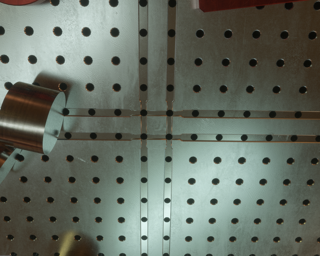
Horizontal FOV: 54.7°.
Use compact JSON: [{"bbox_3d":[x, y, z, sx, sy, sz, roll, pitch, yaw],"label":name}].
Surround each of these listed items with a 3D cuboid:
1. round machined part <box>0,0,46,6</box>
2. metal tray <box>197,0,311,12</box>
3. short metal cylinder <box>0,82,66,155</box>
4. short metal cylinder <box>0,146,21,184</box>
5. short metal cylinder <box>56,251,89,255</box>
[{"bbox_3d":[-0.153,-0.184,0.335,0.099,0.042,0.097,0,110,0],"label":"round machined part"},{"bbox_3d":[0.104,-0.183,0.344,0.131,0.030,0.089,-6,110,2],"label":"metal tray"},{"bbox_3d":[-0.153,-0.012,0.378,0.050,0.080,0.079,14,110,-5],"label":"short metal cylinder"},{"bbox_3d":[-0.224,0.044,0.398,0.050,0.080,0.080,31,107,-11],"label":"short metal cylinder"},{"bbox_3d":[-0.142,0.244,0.489,0.081,0.050,0.079,0,110,0],"label":"short metal cylinder"}]
